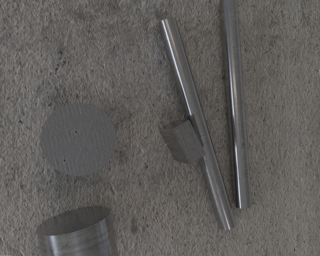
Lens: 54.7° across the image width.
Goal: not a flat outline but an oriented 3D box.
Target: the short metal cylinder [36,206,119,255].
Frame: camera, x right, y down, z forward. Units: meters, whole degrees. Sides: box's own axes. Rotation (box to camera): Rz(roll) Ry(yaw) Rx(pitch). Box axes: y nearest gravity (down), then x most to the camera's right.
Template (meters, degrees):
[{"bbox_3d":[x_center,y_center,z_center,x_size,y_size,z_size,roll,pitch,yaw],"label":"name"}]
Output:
[{"bbox_3d":[-0.091,0.126,0.347,0.081,0.080,0.050,-12,94,-20],"label":"short metal cylinder"}]

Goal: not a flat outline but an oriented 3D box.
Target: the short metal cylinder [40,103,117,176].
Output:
[{"bbox_3d":[-0.096,0.012,0.361,0.081,0.050,0.080,0,90,-20],"label":"short metal cylinder"}]

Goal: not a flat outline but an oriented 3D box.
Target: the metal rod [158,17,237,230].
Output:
[{"bbox_3d":[0.053,-0.001,0.428,0.025,0.025,0.298,-20,97,-19],"label":"metal rod"}]

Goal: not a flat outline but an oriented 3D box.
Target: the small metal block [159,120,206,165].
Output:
[{"bbox_3d":[0.028,0.017,0.406,0.025,0.050,0.050,-30,100,-18],"label":"small metal block"}]

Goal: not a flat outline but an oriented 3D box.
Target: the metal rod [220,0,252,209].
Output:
[{"bbox_3d":[0.110,-0.034,0.449,0.025,0.025,0.298,-5,92,-20],"label":"metal rod"}]
